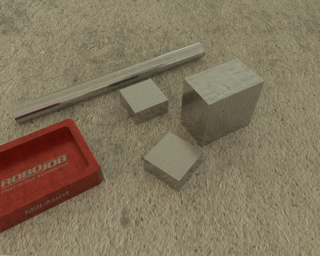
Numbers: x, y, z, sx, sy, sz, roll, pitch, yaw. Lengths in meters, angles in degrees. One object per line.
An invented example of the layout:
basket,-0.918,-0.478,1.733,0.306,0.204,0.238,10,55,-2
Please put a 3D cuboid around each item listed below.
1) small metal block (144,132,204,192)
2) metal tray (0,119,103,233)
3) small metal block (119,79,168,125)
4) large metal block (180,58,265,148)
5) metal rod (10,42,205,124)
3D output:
small metal block,0.016,0.039,0.371,0.050,0.025,0.050,31,56,23
metal tray,-0.144,0.050,0.355,0.131,0.030,0.090,-25,55,-20
small metal block,-0.023,-0.037,0.434,0.050,0.025,0.050,-23,54,-19
large metal block,0.076,-0.032,0.395,0.081,0.080,0.050,-24,54,-19
metal rod,-0.064,-0.073,0.463,0.302,0.025,0.025,-23,54,-19
